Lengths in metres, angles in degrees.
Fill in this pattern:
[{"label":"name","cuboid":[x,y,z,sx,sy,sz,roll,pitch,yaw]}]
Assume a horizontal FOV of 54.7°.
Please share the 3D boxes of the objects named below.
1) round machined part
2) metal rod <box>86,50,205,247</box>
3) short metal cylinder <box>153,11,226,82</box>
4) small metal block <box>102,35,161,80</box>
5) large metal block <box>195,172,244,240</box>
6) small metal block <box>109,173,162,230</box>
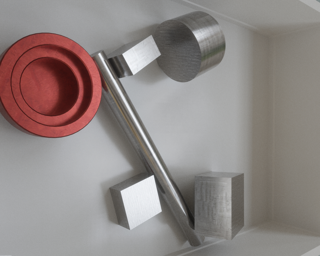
[{"label":"round machined part","cuboid":[-0.111,-0.040,0.304,0.099,0.042,0.097,0,91,-40]},{"label":"metal rod","cuboid":[-0.009,0.043,0.393,0.025,0.025,0.299,-43,119,-32]},{"label":"short metal cylinder","cuboid":[0.037,-0.106,0.404,0.050,0.080,0.080,-32,111,-36]},{"label":"small metal block","cuboid":[-0.036,-0.081,0.360,0.050,0.050,0.025,-44,118,-35]},{"label":"large metal block","cuboid":[0.088,0.107,0.447,0.080,0.050,0.080,7,83,-64]},{"label":"small metal block","cuboid":[-0.030,0.089,0.384,0.050,0.025,0.050,-20,103,-38]}]
